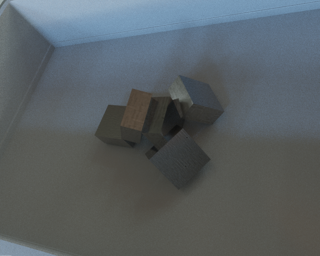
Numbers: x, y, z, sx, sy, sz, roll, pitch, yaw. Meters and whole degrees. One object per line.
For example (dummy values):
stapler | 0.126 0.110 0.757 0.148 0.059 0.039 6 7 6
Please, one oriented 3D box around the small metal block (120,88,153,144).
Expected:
small metal block | -0.030 -0.013 0.387 0.025 0.050 0.050 15 69 0

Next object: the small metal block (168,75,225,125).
small metal block | 0.044 -0.034 0.381 0.025 0.050 0.050 -52 44 34

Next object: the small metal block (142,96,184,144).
small metal block | 0.006 -0.004 0.387 0.025 0.050 0.050 1 62 28

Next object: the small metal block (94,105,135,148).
small metal block | -0.055 -0.003 0.432 0.050 0.025 0.050 7 65 31

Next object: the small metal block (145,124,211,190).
small metal block | 0.020 0.033 0.353 0.050 0.050 0.025 -43 16 -3
